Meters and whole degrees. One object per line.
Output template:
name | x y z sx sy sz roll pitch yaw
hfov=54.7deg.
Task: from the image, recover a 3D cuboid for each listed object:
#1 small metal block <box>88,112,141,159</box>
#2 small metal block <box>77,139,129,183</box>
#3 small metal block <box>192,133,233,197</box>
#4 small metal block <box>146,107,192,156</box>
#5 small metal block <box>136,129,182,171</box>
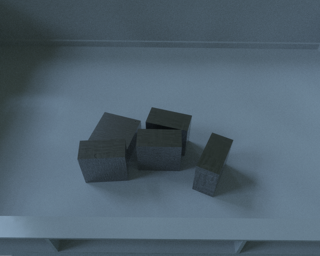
small metal block | -0.056 0.011 0.395 0.050 0.025 0.050 14 51 11
small metal block | -0.063 0.038 0.356 0.050 0.050 0.025 -3 50 -3
small metal block | 0.060 0.042 0.354 0.025 0.050 0.050 20 53 16
small metal block | 0.011 0.005 0.385 0.050 0.050 0.025 12 51 10
small metal block | -0.001 0.027 0.366 0.050 0.050 0.025 1 50 1
